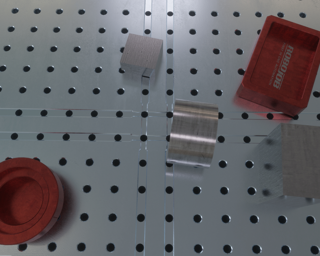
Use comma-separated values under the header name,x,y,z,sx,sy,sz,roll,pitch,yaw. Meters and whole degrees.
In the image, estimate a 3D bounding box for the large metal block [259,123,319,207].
name,x,y,z,sx,sy,sz,roll,pitch,yaw
large metal block,0.155,0.047,0.367,0.050,0.080,0.080,6,70,2

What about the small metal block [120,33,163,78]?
name,x,y,z,sx,sy,sz,roll,pitch,yaw
small metal block,-0.026,-0.105,0.450,0.050,0.025,0.050,13,70,4

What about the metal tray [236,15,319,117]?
name,x,y,z,sx,sy,sz,roll,pitch,yaw
metal tray,0.175,-0.091,0.443,0.090,0.030,0.130,22,71,7

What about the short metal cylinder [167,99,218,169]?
name,x,y,z,sx,sy,sz,roll,pitch,yaw
short metal cylinder,0.039,0.007,0.380,0.050,0.080,0.080,8,70,3

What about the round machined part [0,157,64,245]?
name,x,y,z,sx,sy,sz,roll,pitch,yaw
round machined part,-0.164,0.087,0.369,0.099,0.042,0.098,0,70,0
